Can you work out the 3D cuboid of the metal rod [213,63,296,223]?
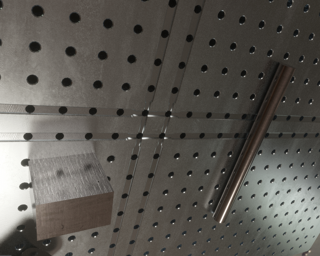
[{"bbox_3d":[0.150,0.038,0.519,0.025,0.025,0.298,2,117,-30],"label":"metal rod"}]

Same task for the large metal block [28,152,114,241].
[{"bbox_3d":[-0.107,0.076,0.365,0.081,0.080,0.050,-5,121,-26],"label":"large metal block"}]

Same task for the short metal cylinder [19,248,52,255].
[{"bbox_3d":[-0.172,0.209,0.412,0.050,0.080,0.080,-43,130,1],"label":"short metal cylinder"}]
